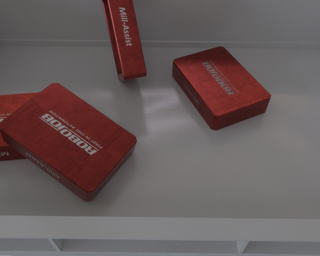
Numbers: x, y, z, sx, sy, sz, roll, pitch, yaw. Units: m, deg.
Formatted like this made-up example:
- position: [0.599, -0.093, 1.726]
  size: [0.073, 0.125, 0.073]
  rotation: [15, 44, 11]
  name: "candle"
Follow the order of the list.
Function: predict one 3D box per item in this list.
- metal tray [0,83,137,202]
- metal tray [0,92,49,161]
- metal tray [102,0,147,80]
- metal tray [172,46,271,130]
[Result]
- position: [-0.106, 0.013, 0.367]
  size: [0.130, 0.030, 0.090]
  rotation: [34, 55, 7]
  name: "metal tray"
- position: [-0.212, -0.001, 0.401]
  size: [0.131, 0.030, 0.090]
  rotation: [-5, 50, -4]
  name: "metal tray"
- position: [-0.052, -0.133, 0.430]
  size: [0.030, 0.129, 0.090]
  rotation: [-13, 10, -10]
  name: "metal tray"
- position: [0.086, -0.064, 0.456]
  size: [0.091, 0.030, 0.130]
  rotation: [-19, 53, -16]
  name: "metal tray"
